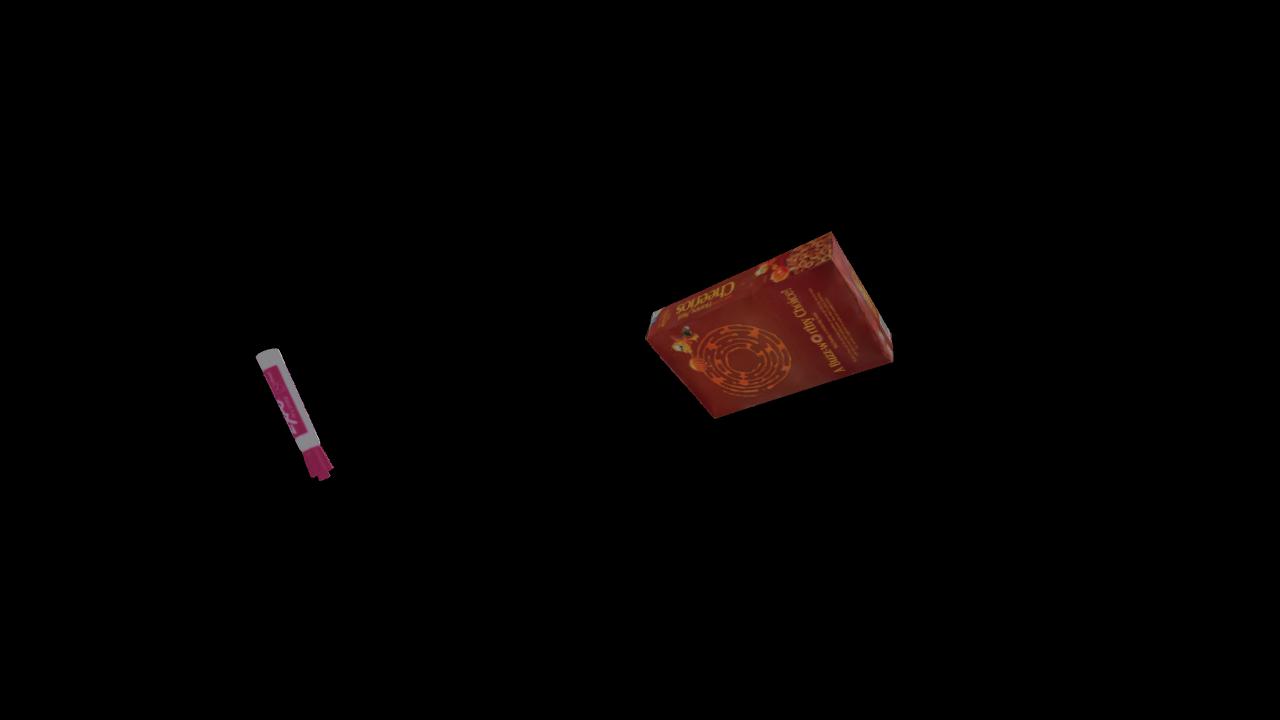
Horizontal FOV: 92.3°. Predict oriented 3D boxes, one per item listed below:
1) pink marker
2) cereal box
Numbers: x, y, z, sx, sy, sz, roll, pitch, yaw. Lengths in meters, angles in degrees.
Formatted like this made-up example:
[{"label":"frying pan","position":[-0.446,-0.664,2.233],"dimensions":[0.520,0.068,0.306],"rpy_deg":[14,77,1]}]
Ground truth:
[{"label":"pink marker","position":[-0.296,0.048,0.529],"dimensions":[0.020,0.121,0.020],"rpy_deg":[-26,-3,-1]},{"label":"cereal box","position":[0.187,-0.037,0.918],"dimensions":[0.306,0.081,0.203],"rpy_deg":[-22,-56,33]}]
